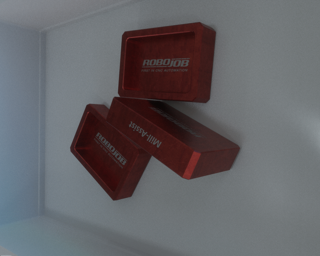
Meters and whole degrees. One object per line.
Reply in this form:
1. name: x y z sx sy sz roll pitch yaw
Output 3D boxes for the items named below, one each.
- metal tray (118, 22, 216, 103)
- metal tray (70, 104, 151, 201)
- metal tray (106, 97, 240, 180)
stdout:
1. metal tray: 0.004 -0.081 0.398 0.130 0.030 0.089 8 95 39
2. metal tray: -0.077 0.033 0.464 0.130 0.030 0.089 39 114 32
3. metal tray: 0.013 0.006 0.351 0.130 0.091 0.030 33 111 34
